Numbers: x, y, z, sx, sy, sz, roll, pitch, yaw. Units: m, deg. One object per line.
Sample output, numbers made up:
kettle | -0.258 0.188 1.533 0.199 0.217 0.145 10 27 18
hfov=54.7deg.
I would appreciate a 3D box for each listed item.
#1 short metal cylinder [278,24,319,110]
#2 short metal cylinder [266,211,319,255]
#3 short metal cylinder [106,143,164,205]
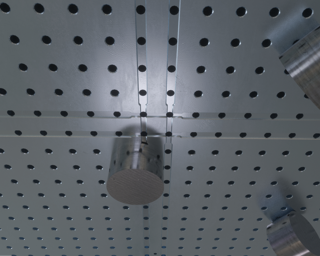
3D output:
short metal cylinder | 0.171 -0.061 0.325 0.080 0.080 0.050 35 122 -26
short metal cylinder | 0.235 0.194 0.543 0.080 0.080 0.050 29 124 -23
short metal cylinder | -0.035 0.068 0.453 0.081 0.050 0.079 0 130 0
